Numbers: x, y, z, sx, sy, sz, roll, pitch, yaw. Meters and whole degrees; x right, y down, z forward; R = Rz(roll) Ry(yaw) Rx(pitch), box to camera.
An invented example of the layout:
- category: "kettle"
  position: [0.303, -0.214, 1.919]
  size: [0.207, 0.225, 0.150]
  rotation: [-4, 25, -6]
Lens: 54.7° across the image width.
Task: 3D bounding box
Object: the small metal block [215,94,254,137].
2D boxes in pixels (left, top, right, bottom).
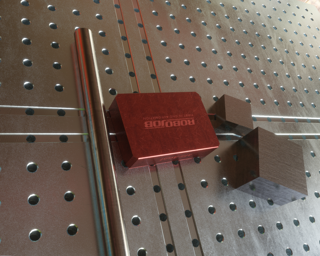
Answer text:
- category: "small metal block"
  position: [0.116, -0.019, 0.485]
  size: [0.050, 0.025, 0.050]
  rotation: [17, 55, -19]

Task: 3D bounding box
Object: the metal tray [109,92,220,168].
- category: "metal tray"
  position: [0.007, -0.002, 0.412]
  size: [0.131, 0.030, 0.090]
  rotation: [-5, 65, -31]

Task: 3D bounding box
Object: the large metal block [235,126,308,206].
- category: "large metal block"
  position: [0.158, 0.056, 0.446]
  size: [0.080, 0.050, 0.080]
  rotation: [22, 53, -15]

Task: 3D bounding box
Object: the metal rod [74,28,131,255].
- category: "metal rod"
  position: [-0.074, 0.002, 0.368]
  size: [0.025, 0.025, 0.299]
  rotation: [0, 62, -29]
